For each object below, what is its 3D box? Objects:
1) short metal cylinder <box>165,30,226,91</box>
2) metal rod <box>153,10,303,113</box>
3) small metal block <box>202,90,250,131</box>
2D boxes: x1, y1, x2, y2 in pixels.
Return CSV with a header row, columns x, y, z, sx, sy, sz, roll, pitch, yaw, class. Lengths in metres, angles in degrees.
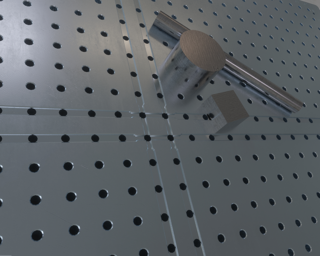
x,y,z,sx,sy,sz,roll,pitch,yaw,class
0.055,-0.106,0.487,0.081,0.050,0.080,14,56,-21,short metal cylinder
0.124,-0.112,0.542,0.301,0.025,0.025,30,52,-9,metal rod
0.102,-0.028,0.481,0.050,0.025,0.050,-15,70,-34,small metal block
